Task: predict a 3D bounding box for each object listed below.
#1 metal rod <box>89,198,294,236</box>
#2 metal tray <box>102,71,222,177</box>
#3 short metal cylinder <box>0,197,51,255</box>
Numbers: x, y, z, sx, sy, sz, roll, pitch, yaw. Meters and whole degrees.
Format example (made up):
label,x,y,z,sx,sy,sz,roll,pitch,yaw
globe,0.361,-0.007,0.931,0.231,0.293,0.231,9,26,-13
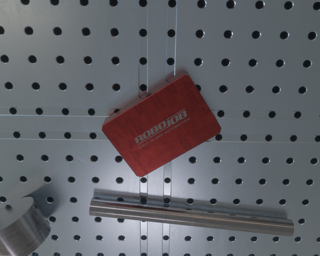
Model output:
label,x,y,z,sx,sy,sz,roll,pitch,yaw
metal rod,0.048,0.134,0.463,0.302,0.025,0.025,7,110,-3
metal tray,0.002,-0.003,0.410,0.130,0.030,0.090,-31,108,10
short metal cylinder,-0.203,0.142,0.434,0.080,0.080,0.050,-21,109,7
